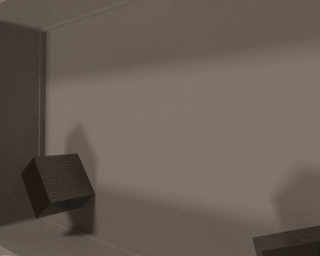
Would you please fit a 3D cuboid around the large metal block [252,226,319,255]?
[{"bbox_3d":[0.131,0.131,0.259,0.080,0.050,0.080,-13,80,6],"label":"large metal block"}]

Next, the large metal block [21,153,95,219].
[{"bbox_3d":[-0.166,0.091,0.505,0.050,0.081,0.080,-44,64,31],"label":"large metal block"}]
